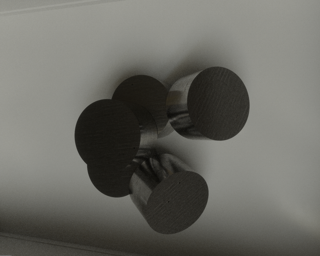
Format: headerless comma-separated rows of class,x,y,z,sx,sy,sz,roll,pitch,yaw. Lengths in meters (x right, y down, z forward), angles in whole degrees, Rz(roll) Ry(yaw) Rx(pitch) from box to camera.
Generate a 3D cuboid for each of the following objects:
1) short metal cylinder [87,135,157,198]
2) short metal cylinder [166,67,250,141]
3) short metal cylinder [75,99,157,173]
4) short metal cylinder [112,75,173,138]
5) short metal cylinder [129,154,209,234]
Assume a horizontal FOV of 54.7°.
short metal cylinder,-0.048,0.047,0.412,0.080,0.050,0.079,0,90,19
short metal cylinder,0.054,-0.026,0.354,0.081,0.050,0.079,1,89,-25
short metal cylinder,-0.049,0.008,0.357,0.080,0.050,0.079,0,90,19
short metal cylinder,-0.016,-0.025,0.400,0.080,0.050,0.079,0,90,19
short metal cylinder,0.010,0.077,0.368,0.050,0.081,0.080,35,105,58
